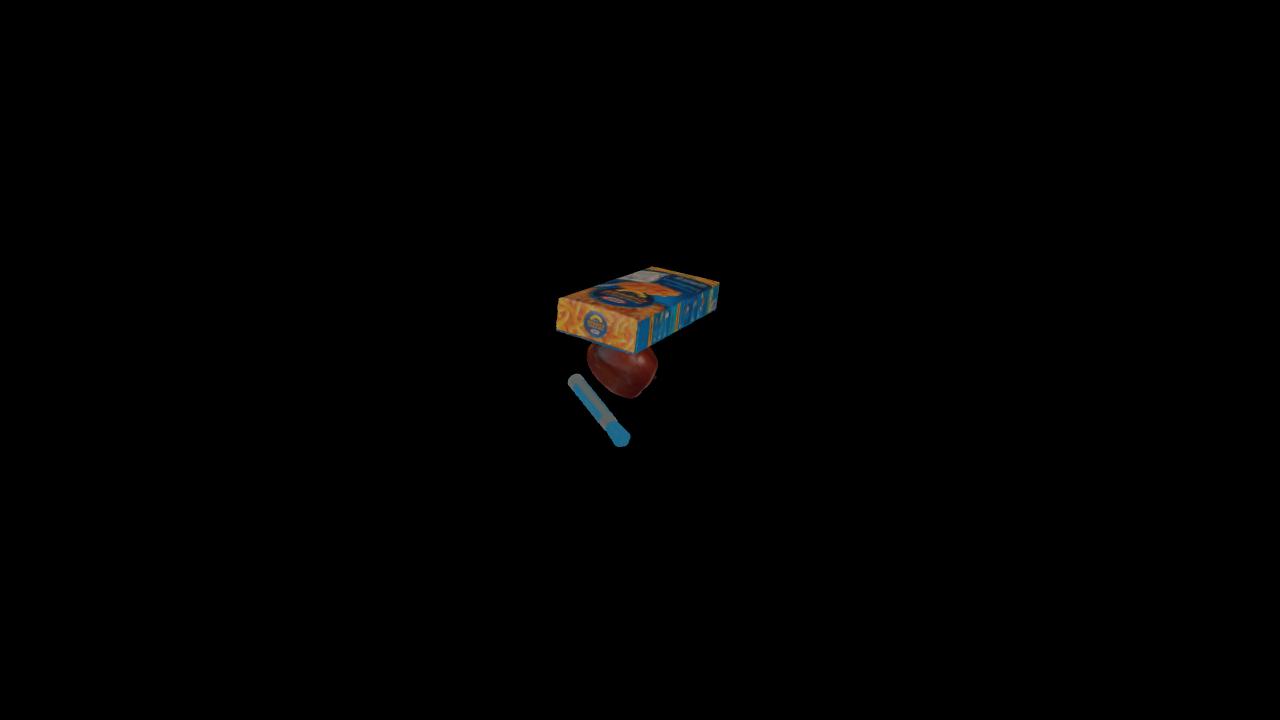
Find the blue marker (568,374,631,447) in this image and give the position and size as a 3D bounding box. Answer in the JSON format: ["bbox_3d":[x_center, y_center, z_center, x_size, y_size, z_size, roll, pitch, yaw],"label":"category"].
[{"bbox_3d":[-0.044,0.053,0.656,0.020,0.020,0.121,0,30,-34],"label":"blue marker"}]

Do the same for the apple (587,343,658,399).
[{"bbox_3d":[-0.020,0.003,0.770,0.093,0.079,0.079,32,-9,-14],"label":"apple"}]

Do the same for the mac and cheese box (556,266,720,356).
[{"bbox_3d":[0.005,-0.058,0.650,0.093,0.041,0.184,19,26,25],"label":"mac and cheese box"}]
